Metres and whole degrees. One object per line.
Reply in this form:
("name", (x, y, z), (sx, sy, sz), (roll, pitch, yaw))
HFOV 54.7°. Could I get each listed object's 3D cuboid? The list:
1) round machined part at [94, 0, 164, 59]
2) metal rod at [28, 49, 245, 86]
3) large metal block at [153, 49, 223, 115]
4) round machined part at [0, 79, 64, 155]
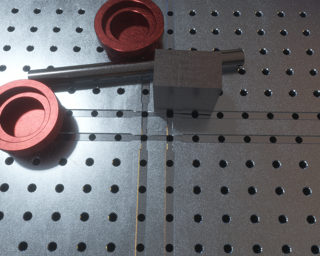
("round machined part", (-0.043, -0.142, 0.454), (0.099, 0.042, 0.098), (0, 70, 0))
("metal rod", (-0.031, -0.086, 0.442), (0.302, 0.025, 0.025), (-6, 70, -3))
("large metal block", (0.033, -0.057, 0.404), (0.080, 0.080, 0.050), (3, 70, 1))
("round machined part", (-0.175, -0.011, 0.405), (0.099, 0.042, 0.098), (0, 70, 0))
